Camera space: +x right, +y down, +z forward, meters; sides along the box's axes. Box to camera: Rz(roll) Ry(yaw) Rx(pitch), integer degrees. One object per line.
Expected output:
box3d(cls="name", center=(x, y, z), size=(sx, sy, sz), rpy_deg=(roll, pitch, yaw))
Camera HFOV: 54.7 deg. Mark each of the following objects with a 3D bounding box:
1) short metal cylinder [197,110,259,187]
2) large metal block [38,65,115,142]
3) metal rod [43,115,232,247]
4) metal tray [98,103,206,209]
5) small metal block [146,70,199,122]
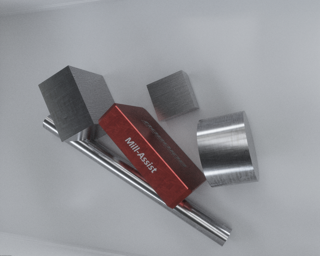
box3d(cls="short metal cylinder", center=(0.078, 0.024, 0.351), size=(0.050, 0.080, 0.080), rpy_deg=(-12, 86, 20))
box3d(cls="large metal block", center=(-0.102, -0.030, 0.414), size=(0.050, 0.080, 0.080), rpy_deg=(-28, 81, 18))
box3d(cls="metal rod", center=(-0.042, 0.062, 0.423), size=(0.301, 0.025, 0.025), rpy_deg=(30, 100, 17))
box3d(cls="metal tray", center=(-0.006, 0.029, 0.375), size=(0.030, 0.090, 0.130), rpy_deg=(-45, 77, 14))
box3d(cls="small metal block", center=(0.017, -0.040, 0.401), size=(0.050, 0.025, 0.050), rpy_deg=(-21, 83, 18))
